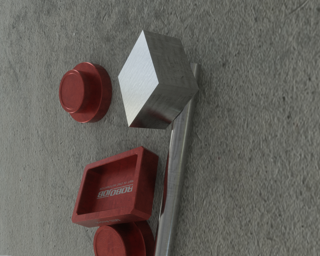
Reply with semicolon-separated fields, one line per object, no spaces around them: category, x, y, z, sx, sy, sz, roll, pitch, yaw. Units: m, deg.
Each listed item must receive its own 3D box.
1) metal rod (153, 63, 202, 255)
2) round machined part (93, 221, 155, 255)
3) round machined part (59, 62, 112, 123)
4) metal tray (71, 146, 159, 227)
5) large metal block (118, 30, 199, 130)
metal rod;0.017;0.069;0.390;0.025;0.025;0.298;14;99;39
round machined part;-0.057;0.168;0.441;0.098;0.042;0.097;0;90;40
round machined part;-0.125;-0.057;0.497;0.098;0.042;0.097;0;90;40
metal tray;-0.064;0.084;0.428;0.130;0.030;0.090;-20;49;38
large metal block;-0.006;-0.054;0.370;0.080;0.050;0.080;-51;44;45
